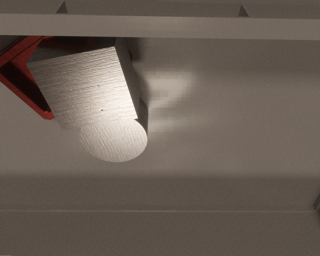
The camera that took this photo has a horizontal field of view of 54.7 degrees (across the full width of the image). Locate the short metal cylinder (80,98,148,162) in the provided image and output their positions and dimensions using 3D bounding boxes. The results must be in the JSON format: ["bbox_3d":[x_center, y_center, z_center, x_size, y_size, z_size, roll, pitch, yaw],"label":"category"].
[{"bbox_3d":[-0.056,-0.003,0.390,0.081,0.050,0.079,0,130,0],"label":"short metal cylinder"}]

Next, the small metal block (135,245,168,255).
[{"bbox_3d":[-0.018,0.272,0.644,0.050,0.025,0.050,31,123,-24],"label":"small metal block"}]

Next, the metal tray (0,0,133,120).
[{"bbox_3d":[-0.108,-0.072,0.342,0.130,0.030,0.090,-27,126,20],"label":"metal tray"}]

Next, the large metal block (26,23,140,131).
[{"bbox_3d":[-0.070,-0.049,0.310,0.080,0.050,0.080,-9,130,7],"label":"large metal block"}]
